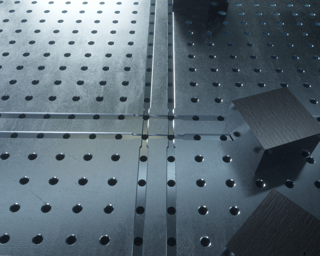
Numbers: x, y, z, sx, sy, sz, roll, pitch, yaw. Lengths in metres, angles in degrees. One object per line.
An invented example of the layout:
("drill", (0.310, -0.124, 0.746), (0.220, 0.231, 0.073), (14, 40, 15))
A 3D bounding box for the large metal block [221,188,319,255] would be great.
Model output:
("large metal block", (0.114, 0.119, 0.292), (0.080, 0.050, 0.080), (36, 59, 26))

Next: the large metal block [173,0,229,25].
("large metal block", (0.081, -0.254, 0.605), (0.080, 0.050, 0.080), (31, 56, 23))

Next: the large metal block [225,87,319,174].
("large metal block", (0.140, 0.001, 0.392), (0.081, 0.050, 0.080), (-15, 52, -12))
